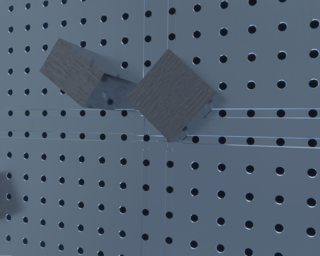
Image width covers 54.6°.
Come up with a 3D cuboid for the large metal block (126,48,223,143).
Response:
[{"bbox_3d":[0.020,-0.039,0.393,0.080,0.050,0.080,46,104,14],"label":"large metal block"}]

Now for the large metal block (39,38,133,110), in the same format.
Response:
[{"bbox_3d":[-0.096,-0.069,0.418,0.080,0.080,0.050,39,102,16],"label":"large metal block"}]
